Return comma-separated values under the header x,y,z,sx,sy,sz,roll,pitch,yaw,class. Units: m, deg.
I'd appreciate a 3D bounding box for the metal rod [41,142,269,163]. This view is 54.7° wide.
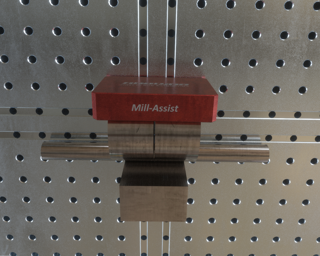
x,y,z,sx,sy,sz,roll,pitch,yaw,class
-0.006,0.033,0.421,0.302,0.025,0.025,1,110,-1,metal rod

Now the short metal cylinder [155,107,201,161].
x,y,z,sx,sy,sz,roll,pitch,yaw,class
0.020,0.000,0.381,0.050,0.080,0.079,2,110,-1,short metal cylinder

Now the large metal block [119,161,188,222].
x,y,z,sx,sy,sz,roll,pitch,yaw,class
-0.008,0.077,0.408,0.081,0.080,0.050,1,110,-1,large metal block

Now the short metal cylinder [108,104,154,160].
x,y,z,sx,sy,sz,roll,pitch,yaw,class
-0.033,-0.001,0.381,0.050,0.080,0.079,1,110,0,short metal cylinder

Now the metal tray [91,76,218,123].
x,y,z,sx,sy,sz,roll,pitch,yaw,class
-0.005,-0.036,0.361,0.131,0.090,0.030,1,110,-1,metal tray
